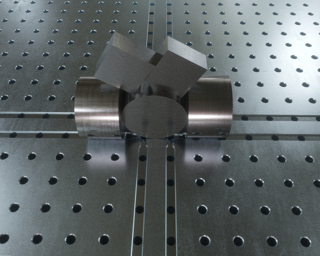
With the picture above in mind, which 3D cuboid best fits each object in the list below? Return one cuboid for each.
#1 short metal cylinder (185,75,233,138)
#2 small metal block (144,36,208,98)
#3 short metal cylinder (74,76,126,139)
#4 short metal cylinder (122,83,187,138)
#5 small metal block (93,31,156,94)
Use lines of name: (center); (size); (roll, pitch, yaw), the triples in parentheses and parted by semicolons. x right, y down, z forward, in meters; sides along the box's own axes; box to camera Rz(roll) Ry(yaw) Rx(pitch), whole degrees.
short metal cylinder: (0.059, -0.027, 0.394); (0.050, 0.080, 0.080); (0, 50, 1)
small metal block: (0.017, -0.067, 0.348); (0.050, 0.050, 0.025); (21, 46, -23)
short metal cylinder: (-0.072, -0.026, 0.392); (0.050, 0.080, 0.080); (1, 50, 1)
short metal cylinder: (-0.006, -0.031, 0.397); (0.080, 0.080, 0.050); (1, 50, 1)
small metal block: (-0.039, -0.071, 0.345); (0.050, 0.050, 0.025); (22, 46, -23)
